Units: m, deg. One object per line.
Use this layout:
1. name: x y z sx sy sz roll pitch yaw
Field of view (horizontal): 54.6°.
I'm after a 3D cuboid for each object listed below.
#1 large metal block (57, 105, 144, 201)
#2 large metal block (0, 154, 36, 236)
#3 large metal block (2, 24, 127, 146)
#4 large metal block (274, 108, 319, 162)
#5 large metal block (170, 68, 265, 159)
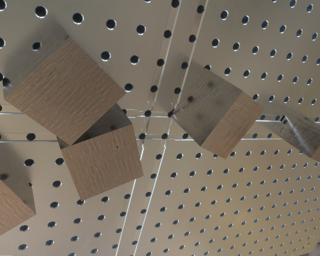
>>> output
1. large metal block: -0.072 0.029 0.373 0.081 0.050 0.080 -20 126 -16
2. large metal block: -0.196 0.076 0.335 0.080 0.050 0.080 -30 129 -9
3. large metal block: -0.096 -0.042 0.316 0.080 0.050 0.080 -43 129 2
4. large metal block: 0.258 0.017 0.526 0.080 0.080 0.050 19 108 -36
5. large metal block: 0.071 -0.020 0.401 0.050 0.080 0.080 28 103 -37
